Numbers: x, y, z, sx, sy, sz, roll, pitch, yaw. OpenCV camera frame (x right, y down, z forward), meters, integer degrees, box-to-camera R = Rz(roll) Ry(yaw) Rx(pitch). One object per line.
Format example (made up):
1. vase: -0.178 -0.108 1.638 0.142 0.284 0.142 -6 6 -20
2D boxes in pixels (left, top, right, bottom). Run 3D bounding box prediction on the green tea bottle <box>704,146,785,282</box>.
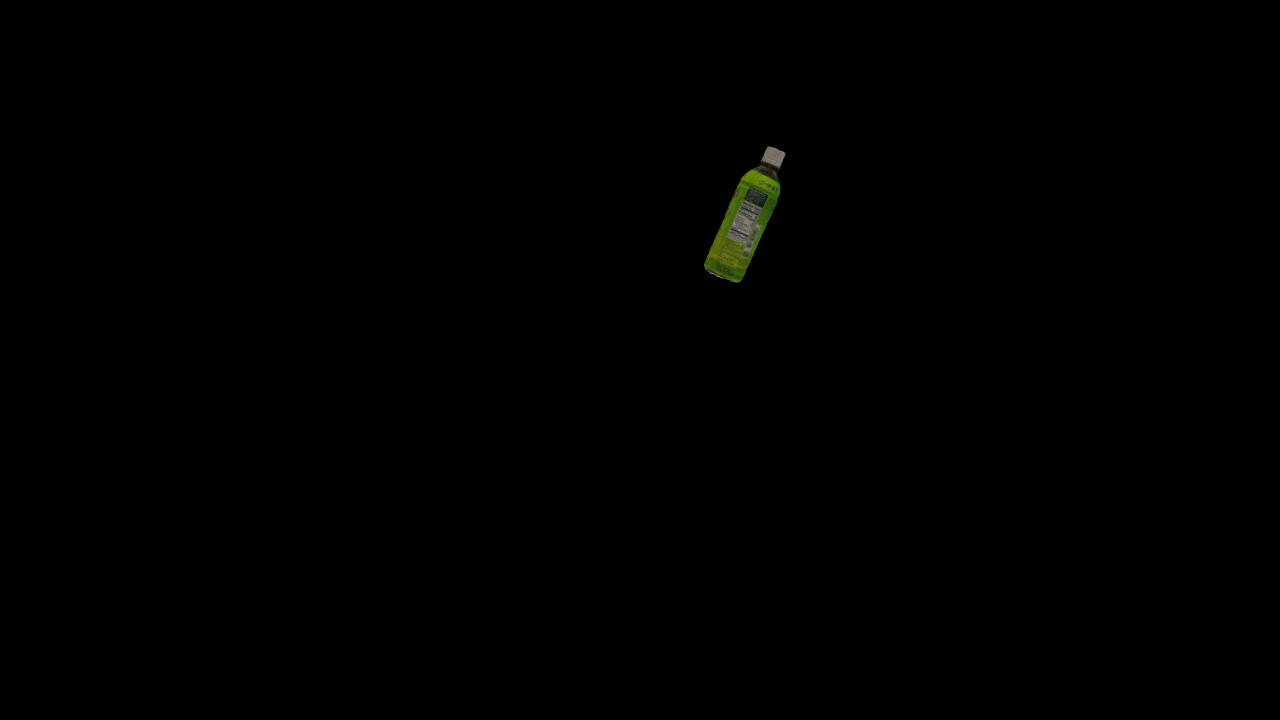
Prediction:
1. green tea bottle: 0.173 -0.231 0.979 0.073 0.212 0.073 22 19 -8
